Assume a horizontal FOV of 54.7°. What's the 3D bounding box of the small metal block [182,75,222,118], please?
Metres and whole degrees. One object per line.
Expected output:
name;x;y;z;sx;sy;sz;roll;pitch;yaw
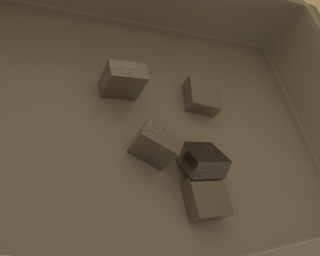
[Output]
small metal block;0.063;-0.048;0.471;0.050;0.025;0.050;12;57;-22

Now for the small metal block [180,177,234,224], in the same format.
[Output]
small metal block;0.058;0.088;0.385;0.050;0.025;0.050;2;61;-28

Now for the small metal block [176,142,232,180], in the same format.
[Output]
small metal block;0.054;0.041;0.396;0.050;0.025;0.050;3;26;-27

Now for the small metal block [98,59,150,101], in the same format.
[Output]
small metal block;-0.048;-0.061;0.402;0.050;0.050;0.025;2;61;-28

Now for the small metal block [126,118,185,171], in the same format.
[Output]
small metal block;-0.006;0.021;0.375;0.050;0.050;0.025;31;52;-9
